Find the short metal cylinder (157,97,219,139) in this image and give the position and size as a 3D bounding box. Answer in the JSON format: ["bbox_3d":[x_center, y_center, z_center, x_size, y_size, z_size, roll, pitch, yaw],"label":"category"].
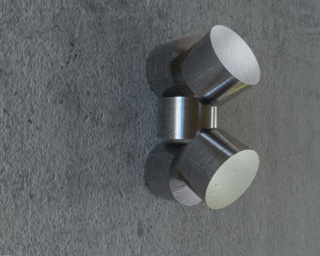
[{"bbox_3d":[0.036,-0.011,0.401,0.081,0.080,0.050,2,89,-40],"label":"short metal cylinder"}]

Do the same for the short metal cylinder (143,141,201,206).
[{"bbox_3d":[0.025,0.058,0.411,0.081,0.050,0.080,0,90,-40],"label":"short metal cylinder"}]

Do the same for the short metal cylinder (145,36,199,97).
[{"bbox_3d":[0.027,-0.077,0.413,0.081,0.050,0.080,0,90,-40],"label":"short metal cylinder"}]

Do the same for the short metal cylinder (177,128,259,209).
[{"bbox_3d":[0.068,0.046,0.360,0.081,0.050,0.079,-21,129,-27],"label":"short metal cylinder"}]

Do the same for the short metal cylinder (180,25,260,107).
[{"bbox_3d":[0.071,-0.072,0.365,0.080,0.050,0.080,21,52,-30],"label":"short metal cylinder"}]
